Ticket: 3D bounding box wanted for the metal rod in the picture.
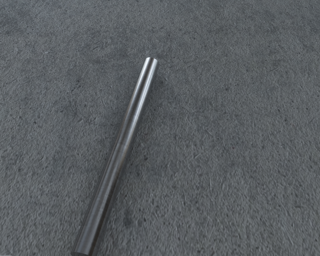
[{"bbox_3d":[-0.044,0.012,0.393,0.025,0.025,0.300,9,51,7],"label":"metal rod"}]
